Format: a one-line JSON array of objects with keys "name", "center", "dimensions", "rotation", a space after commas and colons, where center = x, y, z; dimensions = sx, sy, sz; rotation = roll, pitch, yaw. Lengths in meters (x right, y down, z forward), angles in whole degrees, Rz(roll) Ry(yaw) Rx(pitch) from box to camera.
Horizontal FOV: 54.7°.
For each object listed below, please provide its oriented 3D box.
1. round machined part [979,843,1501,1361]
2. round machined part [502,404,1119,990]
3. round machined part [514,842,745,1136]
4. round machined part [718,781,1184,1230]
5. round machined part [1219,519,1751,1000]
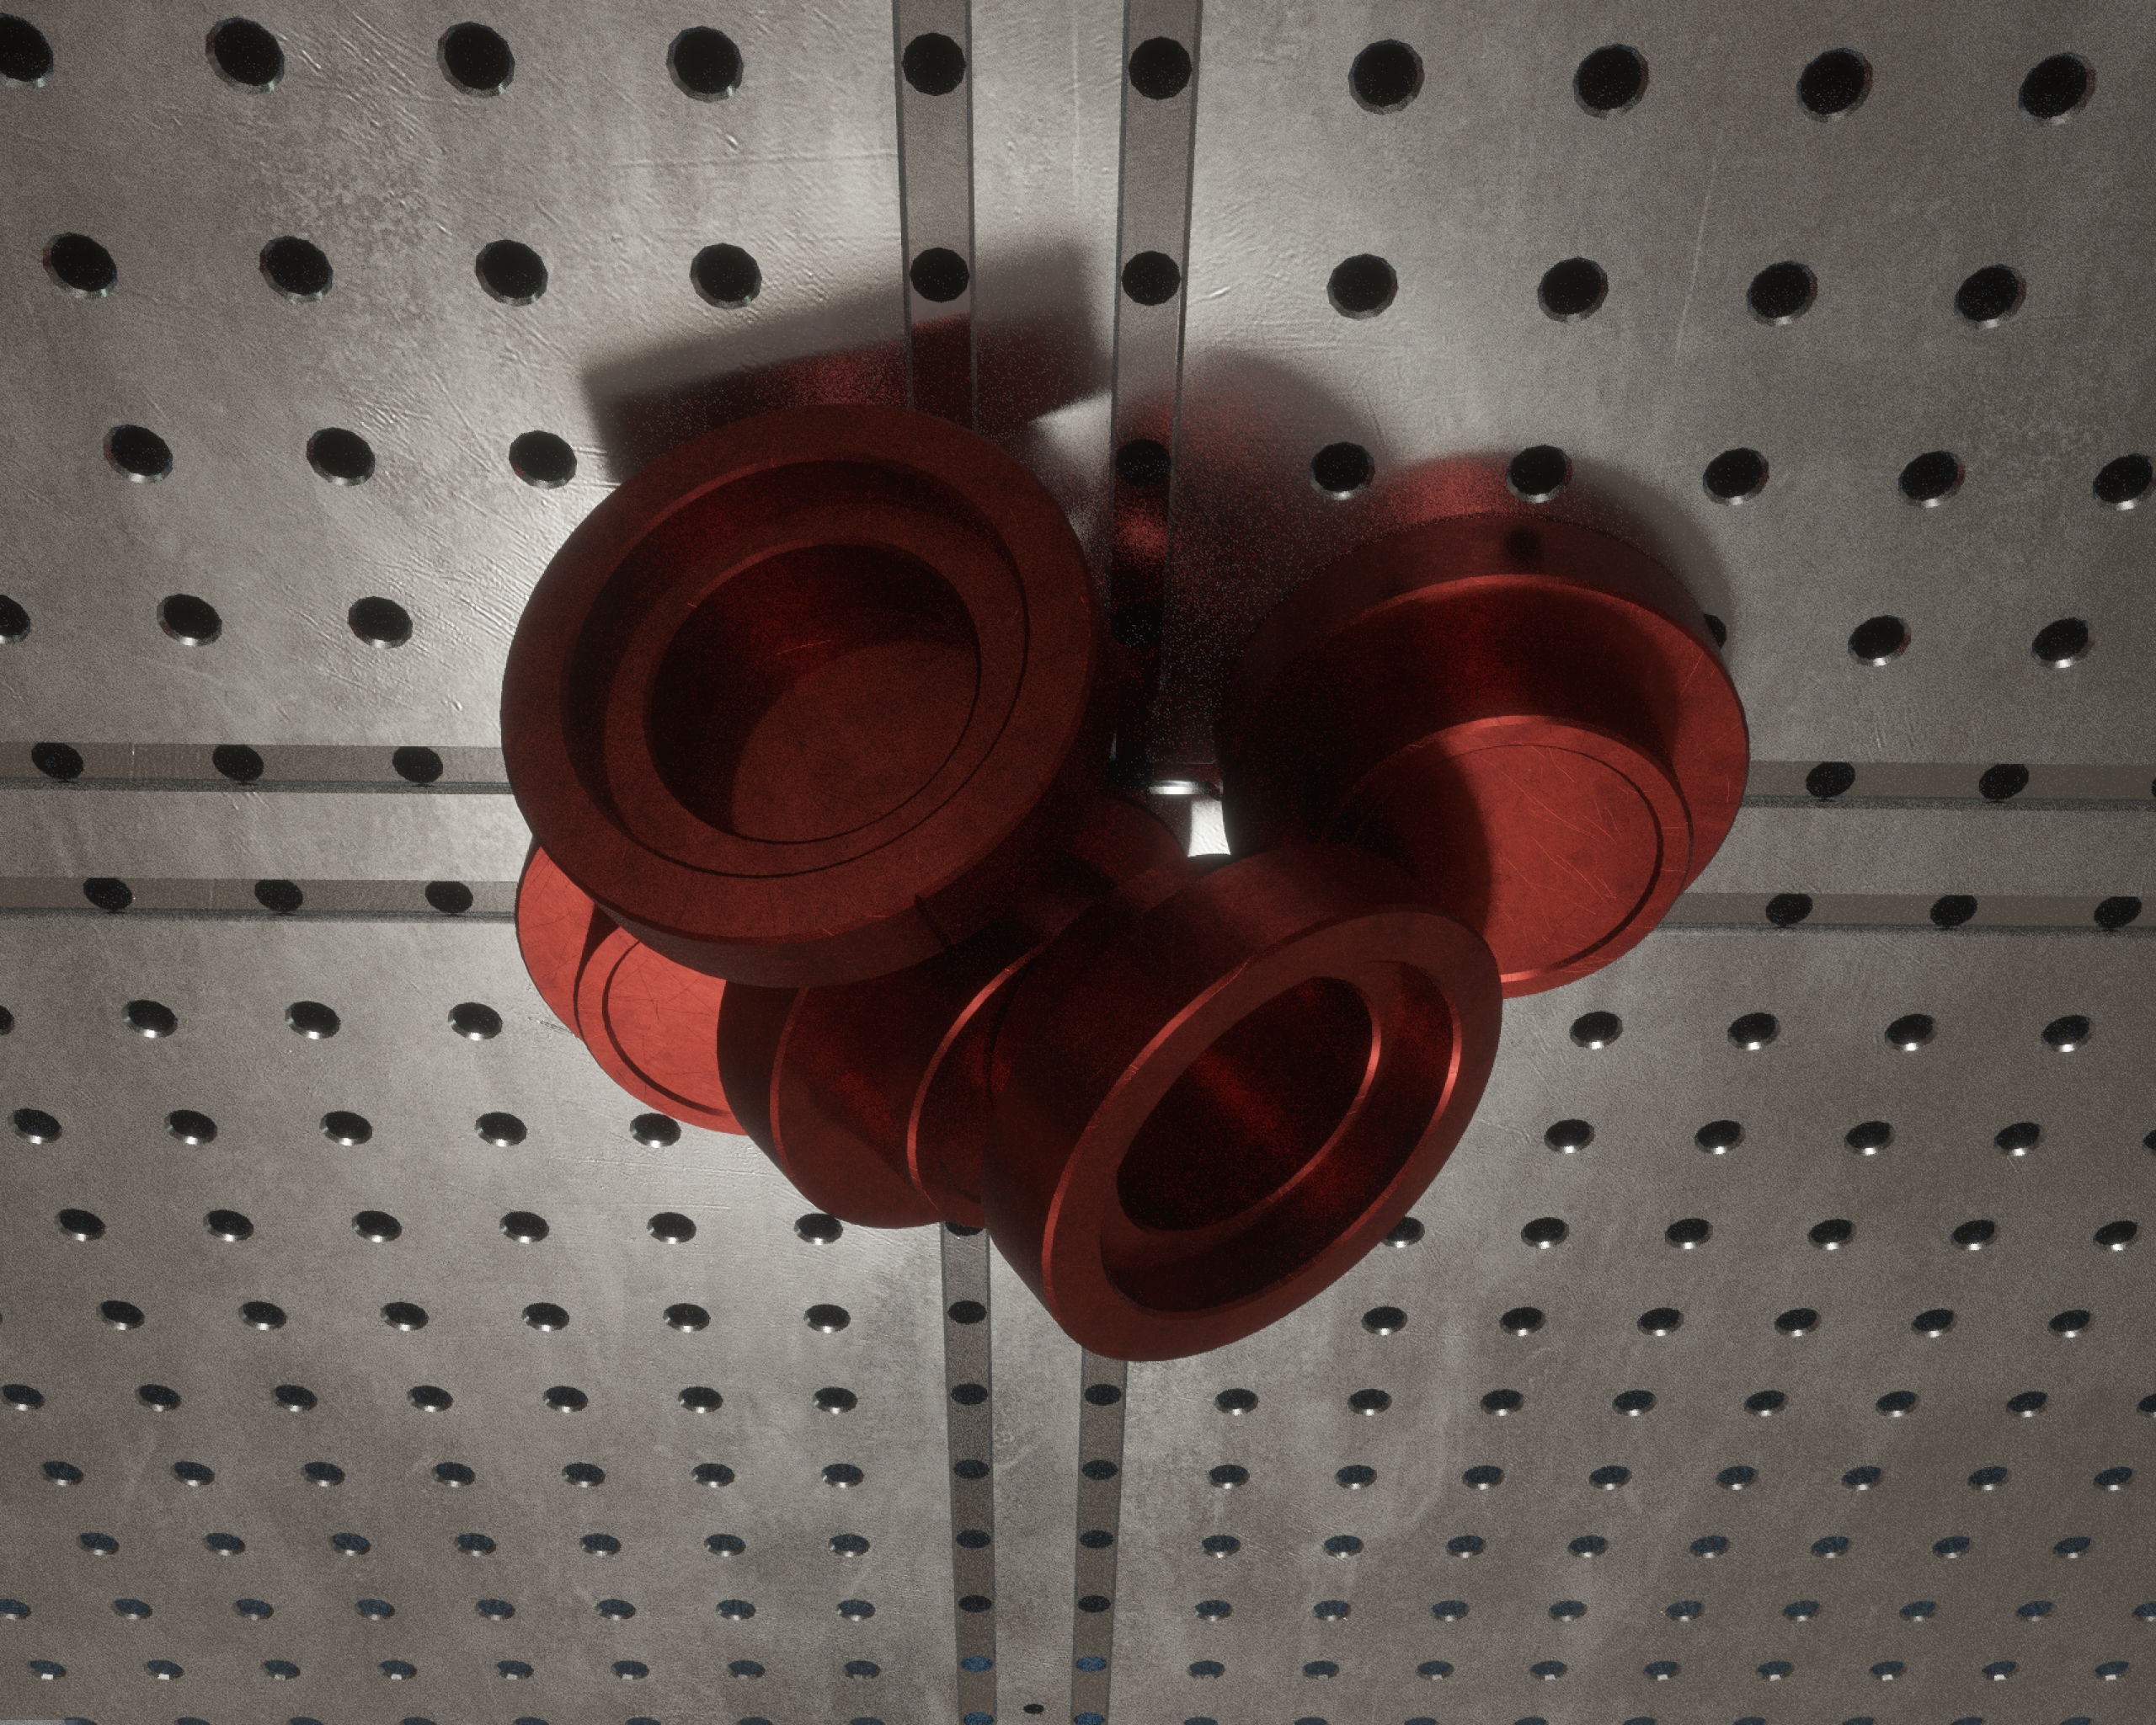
[{"name": "round machined part", "center": [0.024, 0.037, 0.370], "dimensions": [0.099, 0.042, 0.097], "rotation": [-23, 134, -25]}, {"name": "round machined part", "center": [-0.041, -0.024, 0.349], "dimensions": [0.098, 0.098, 0.042], "rotation": [-10, 155, 7]}, {"name": "round machined part", "center": [-0.062, 0.017, 0.414], "dimensions": [0.099, 0.042, 0.097], "rotation": [-1, 130, 0]}, {"name": "round machined part", "center": [-0.015, 0.030, 0.394], "dimensions": [0.099, 0.042, 0.097], "rotation": [-25, 133, -29]}, {"name": "round machined part", "center": [0.076, -0.012, 0.391], "dimensions": [0.099, 0.042, 0.097], "rotation": [-1, 130, 0]}]
